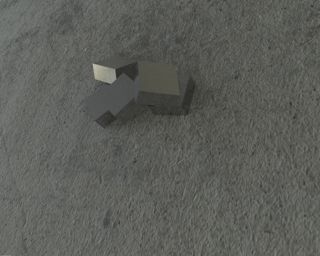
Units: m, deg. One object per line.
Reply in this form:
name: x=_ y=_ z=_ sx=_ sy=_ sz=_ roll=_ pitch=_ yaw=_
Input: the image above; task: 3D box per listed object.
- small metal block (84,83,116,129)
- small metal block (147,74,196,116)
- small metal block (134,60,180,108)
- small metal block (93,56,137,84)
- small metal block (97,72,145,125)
small metal block: x=-0.080 y=-0.035 z=0.467 sx=0.050 sy=0.025 sz=0.050 roll=-38 pitch=51 yaw=2
small metal block: x=0.017 y=-0.044 z=0.423 sx=0.050 sy=0.025 sz=0.050 roll=2 pitch=63 yaw=29
small metal block: x=-0.005 y=-0.056 z=0.393 sx=0.050 sy=0.025 sz=0.050 roll=5 pitch=56 yaw=-15
small metal block: x=-0.067 y=-0.090 z=0.479 sx=0.050 sy=0.025 sz=0.050 roll=20 pitch=36 yaw=35
small metal block: x=-0.049 y=-0.040 z=0.421 sx=0.050 sy=0.025 sz=0.050 roll=-44 pitch=51 yaw=-3
